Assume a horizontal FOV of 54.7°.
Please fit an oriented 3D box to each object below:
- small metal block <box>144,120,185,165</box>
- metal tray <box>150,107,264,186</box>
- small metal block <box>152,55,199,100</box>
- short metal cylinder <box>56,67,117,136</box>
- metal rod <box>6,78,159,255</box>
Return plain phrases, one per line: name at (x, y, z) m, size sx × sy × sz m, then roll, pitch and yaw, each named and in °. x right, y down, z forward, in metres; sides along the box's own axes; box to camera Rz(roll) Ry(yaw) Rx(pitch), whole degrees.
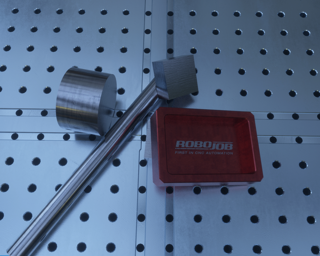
small metal block at (0.007, 0.020, 0.404) m, size 0.050 × 0.025 × 0.050 m, roll 5°, pitch 70°, yaw 2°
metal tray at (0.056, 0.024, 0.380) m, size 0.131 × 0.030 × 0.090 m, roll 2°, pitch 72°, yaw -16°
small metal block at (0.021, -0.069, 0.415) m, size 0.050 × 0.025 × 0.050 m, roll -20°, pitch 109°, yaw -30°
short metal cylinder at (-0.091, -0.033, 0.394) m, size 0.050 × 0.080 × 0.080 m, roll 11°, pitch 71°, yaw 4°
metal rod at (-0.076, 0.035, 0.398) m, size 0.025 × 0.025 × 0.300 m, roll 35°, pitch 73°, yaw 12°
